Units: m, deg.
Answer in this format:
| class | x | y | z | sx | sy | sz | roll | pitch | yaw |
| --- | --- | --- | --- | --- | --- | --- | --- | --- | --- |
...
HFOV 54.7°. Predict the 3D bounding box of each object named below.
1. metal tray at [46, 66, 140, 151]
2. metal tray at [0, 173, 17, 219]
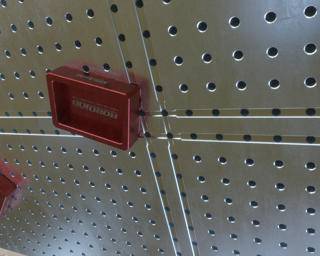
| class | x | y | z | sx | sy | sz | roll | pitch | yaw |
| --- | --- | --- | --- | --- | --- | --- | --- | --- | --- |
| metal tray | -0.094 | -0.028 | 0.437 | 0.130 | 0.030 | 0.089 | 17 | 125 | 18 |
| metal tray | -0.377 | 0.145 | 0.691 | 0.090 | 0.030 | 0.129 | 39 | 129 | 1 |
